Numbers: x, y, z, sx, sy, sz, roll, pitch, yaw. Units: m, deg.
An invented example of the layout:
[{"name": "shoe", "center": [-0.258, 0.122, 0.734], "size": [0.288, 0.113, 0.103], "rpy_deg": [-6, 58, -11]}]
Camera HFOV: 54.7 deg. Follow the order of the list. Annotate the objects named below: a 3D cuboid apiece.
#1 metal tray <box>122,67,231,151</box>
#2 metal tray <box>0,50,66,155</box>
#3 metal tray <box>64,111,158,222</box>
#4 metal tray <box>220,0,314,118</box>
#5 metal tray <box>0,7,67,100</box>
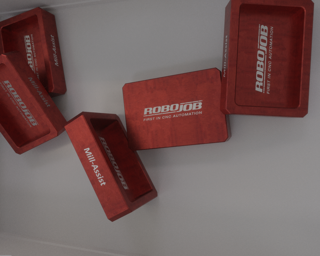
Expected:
[{"name": "metal tray", "center": [0.020, -0.021, 0.401], "size": [0.130, 0.030, 0.089], "rpy_deg": [-7, 88, 19]}, {"name": "metal tray", "center": [-0.206, -0.034, 0.450], "size": [0.090, 0.030, 0.130], "rpy_deg": [-24, 106, 23]}, {"name": "metal tray", "center": [-0.059, 0.043, 0.396], "size": [0.030, 0.090, 0.130], "rpy_deg": [-31, 80, 18]}, {"name": "metal tray", "center": [0.119, -0.078, 0.349], "size": [0.091, 0.030, 0.129], "rpy_deg": [3, 91, -2]}, {"name": "metal tray", "center": [-0.200, -0.108, 0.478], "size": [0.090, 0.030, 0.129], "rpy_deg": [-11, 86, 19]}]
